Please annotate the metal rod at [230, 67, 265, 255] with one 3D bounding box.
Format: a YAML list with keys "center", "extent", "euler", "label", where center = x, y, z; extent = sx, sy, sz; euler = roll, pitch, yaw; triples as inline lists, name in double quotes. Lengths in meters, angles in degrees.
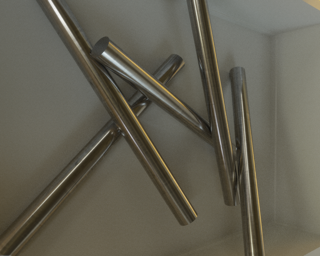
- center: [0.123, 0.039, 0.448]
  extent: [0.025, 0.025, 0.299]
  euler: [25, 55, -37]
  label: "metal rod"

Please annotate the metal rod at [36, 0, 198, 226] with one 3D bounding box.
- center: [-0.042, -0.016, 0.340]
  extent: [0.025, 0.025, 0.299]
  euler: [-39, 105, -33]
  label: "metal rod"

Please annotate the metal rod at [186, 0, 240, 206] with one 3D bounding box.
- center: [0.074, -0.033, 0.416]
  extent: [0.025, 0.025, 0.298]
  euler: [-24, 108, -37]
  label: "metal rod"

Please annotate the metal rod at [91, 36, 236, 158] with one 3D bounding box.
- center: [0.032, -0.018, 0.408]
  extent: [0.301, 0.025, 0.025]
  euler: [34, 69, -43]
  label: "metal rod"

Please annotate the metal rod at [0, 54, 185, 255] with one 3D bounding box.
- center: [-0.061, 0.012, 0.355]
  extent: [0.301, 0.025, 0.025]
  euler: [-51, 120, -28]
  label: "metal rod"
